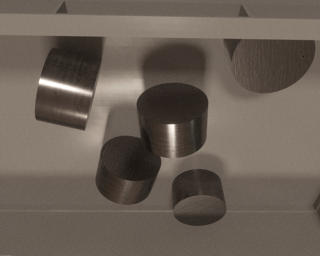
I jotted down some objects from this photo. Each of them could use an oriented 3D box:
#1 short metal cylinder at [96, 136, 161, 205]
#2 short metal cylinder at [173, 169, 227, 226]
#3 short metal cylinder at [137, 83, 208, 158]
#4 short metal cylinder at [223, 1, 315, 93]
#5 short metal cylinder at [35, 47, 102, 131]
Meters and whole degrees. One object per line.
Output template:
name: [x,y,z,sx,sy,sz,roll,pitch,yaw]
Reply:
short metal cylinder: [-0.044,0.056,0.420,0.081,0.080,0.050,11,129,-10]
short metal cylinder: [0.060,0.110,0.488,0.081,0.050,0.079,0,130,0]
short metal cylinder: [0.015,-0.011,0.364,0.080,0.080,0.050,-3,130,2]
short metal cylinder: [0.111,-0.083,0.324,0.081,0.050,0.079,0,130,0]
short metal cylinder: [-0.098,-0.041,0.337,0.050,0.080,0.079,13,129,-12]
